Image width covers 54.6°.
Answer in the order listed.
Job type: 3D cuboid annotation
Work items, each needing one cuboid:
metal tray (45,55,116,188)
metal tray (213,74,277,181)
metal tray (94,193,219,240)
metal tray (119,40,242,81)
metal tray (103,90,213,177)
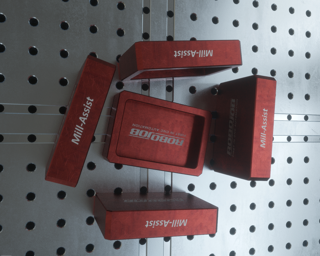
[{"bbox_3d":[-0.091,-0.007,0.344,0.030,0.090,0.130,19,83,-19],"label":"metal tray"},{"bbox_3d":[0.111,0.000,0.418,0.030,0.090,0.129,5,88,-20],"label":"metal tray"},{"bbox_3d":[-0.008,0.102,0.375,0.131,0.090,0.030,4,89,-20],"label":"metal tray"},{"bbox_3d":[0.023,-0.083,0.385,0.131,0.090,0.030,-7,93,-20],"label":"metal tray"},{"bbox_3d":[-0.001,0.009,0.408,0.131,0.030,0.090,12,86,-20],"label":"metal tray"}]
